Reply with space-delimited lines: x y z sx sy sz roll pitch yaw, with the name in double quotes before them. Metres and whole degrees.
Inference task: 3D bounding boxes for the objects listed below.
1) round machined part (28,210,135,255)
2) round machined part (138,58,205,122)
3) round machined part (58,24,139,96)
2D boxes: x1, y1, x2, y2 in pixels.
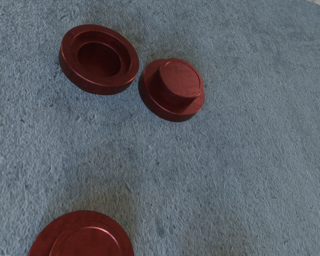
"round machined part" -0.068 0.123 0.281 0.099 0.042 0.098 14 56 -21
"round machined part" 0.022 -0.060 0.441 0.099 0.042 0.098 14 56 -21
"round machined part" -0.080 -0.082 0.400 0.099 0.042 0.098 14 56 -21
